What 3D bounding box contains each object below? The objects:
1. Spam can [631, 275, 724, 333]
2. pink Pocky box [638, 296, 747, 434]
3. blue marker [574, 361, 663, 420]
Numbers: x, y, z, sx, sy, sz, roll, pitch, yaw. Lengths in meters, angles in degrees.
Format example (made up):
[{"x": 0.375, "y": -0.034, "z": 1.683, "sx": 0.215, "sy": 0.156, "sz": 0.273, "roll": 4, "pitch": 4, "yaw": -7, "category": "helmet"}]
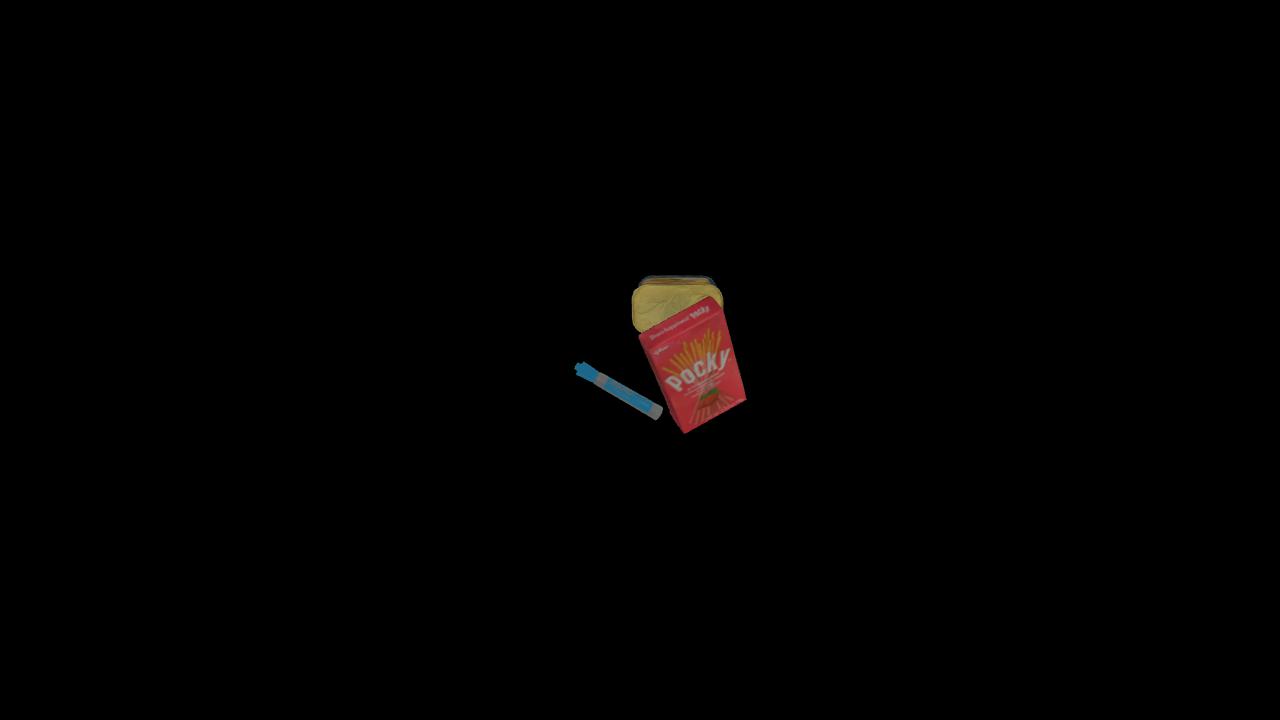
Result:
[{"x": 0.043, "y": -0.067, "z": 0.716, "sx": 0.101, "sy": 0.058, "sz": 0.085, "roll": 1, "pitch": 17, "yaw": 2, "category": "Spam can"}, {"x": 0.059, "y": 0.010, "z": 0.644, "sx": 0.084, "sy": 0.029, "sz": 0.155, "roll": -29, "pitch": -42, "yaw": -5, "category": "pink Pocky box"}, {"x": -0.027, "y": 0.037, "z": 0.757, "sx": 0.121, "sy": 0.020, "sz": 0.020, "roll": 31, "pitch": -6, "yaw": -10, "category": "blue marker"}]
